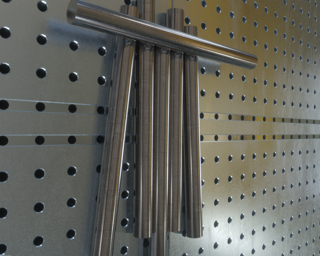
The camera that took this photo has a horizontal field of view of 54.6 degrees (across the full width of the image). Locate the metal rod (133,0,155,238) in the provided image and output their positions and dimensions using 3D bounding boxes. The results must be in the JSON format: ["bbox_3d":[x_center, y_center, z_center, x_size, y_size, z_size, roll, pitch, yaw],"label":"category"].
[{"bbox_3d":[-0.020,-0.014,0.391,0.025,0.025,0.298,1,90,-40],"label":"metal rod"}]

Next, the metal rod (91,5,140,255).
[{"bbox_3d":[-0.052,0.005,0.363,0.025,0.025,0.299,10,84,-40],"label":"metal rod"}]

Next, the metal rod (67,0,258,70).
[{"bbox_3d":[0.030,-0.110,0.400,0.302,0.025,0.025,2,89,-40],"label":"metal rod"}]

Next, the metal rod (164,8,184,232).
[{"bbox_3d":[0.019,-0.011,0.425,0.025,0.025,0.298,1,89,-40],"label":"metal rod"}]

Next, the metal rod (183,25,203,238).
[{"bbox_3d":[0.045,0.007,0.446,0.025,0.025,0.298,-3,92,-40],"label":"metal rod"}]

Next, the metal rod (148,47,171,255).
[{"bbox_3d":[-0.001,0.042,0.407,0.025,0.025,0.298,1,90,-40],"label":"metal rod"}]
